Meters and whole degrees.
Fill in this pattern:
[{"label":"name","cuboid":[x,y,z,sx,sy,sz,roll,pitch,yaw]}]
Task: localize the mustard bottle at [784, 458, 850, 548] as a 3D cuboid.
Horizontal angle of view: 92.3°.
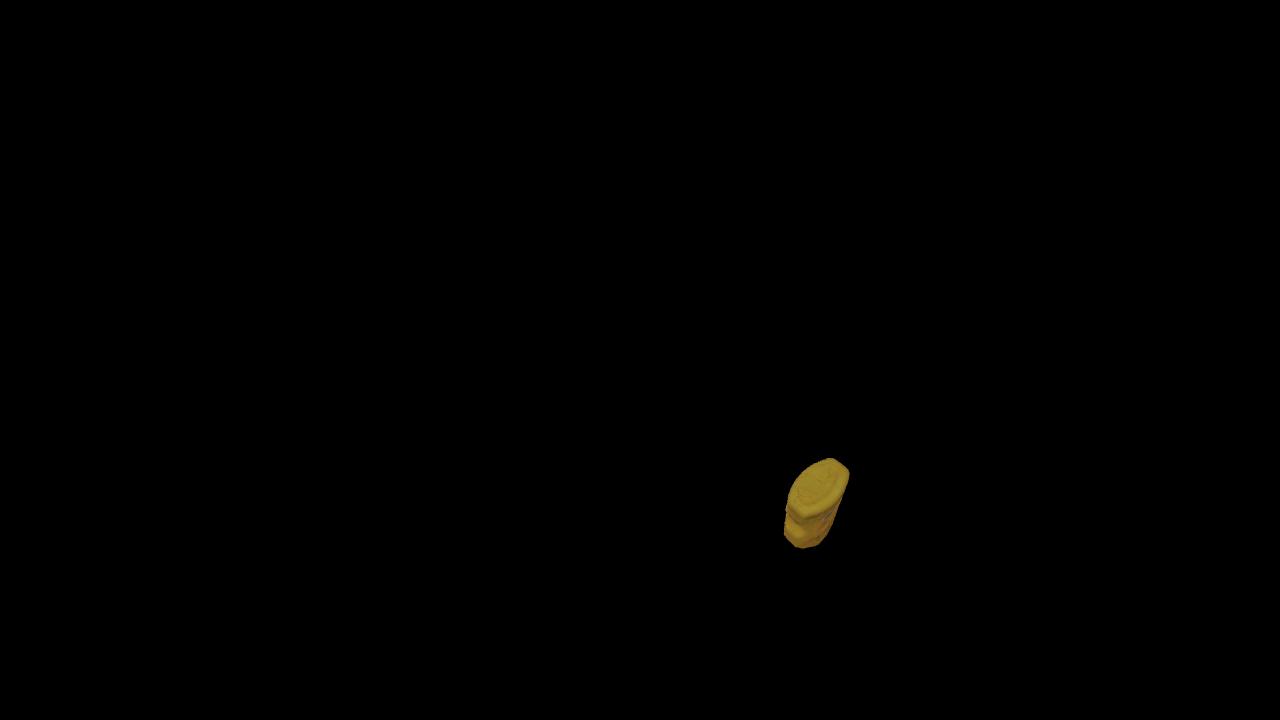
[{"label":"mustard bottle","cuboid":[0.230,0.206,0.821,0.054,0.092,0.184,33,-24,29]}]
